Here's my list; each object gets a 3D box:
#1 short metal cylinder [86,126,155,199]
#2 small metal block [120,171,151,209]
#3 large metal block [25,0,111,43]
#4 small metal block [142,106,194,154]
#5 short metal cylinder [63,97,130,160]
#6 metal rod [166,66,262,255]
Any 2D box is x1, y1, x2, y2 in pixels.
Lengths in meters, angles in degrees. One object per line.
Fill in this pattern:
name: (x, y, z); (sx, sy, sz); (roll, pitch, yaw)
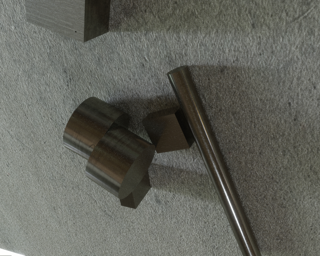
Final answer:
short metal cylinder: (-0.049, 0.044, 0.399); (0.050, 0.080, 0.079); (30, 128, 16)
small metal block: (-0.039, 0.083, 0.463); (0.025, 0.050, 0.050); (7, 122, 25)
large metal block: (-0.104, -0.153, 0.350); (0.080, 0.050, 0.079); (23, 127, 14)
small metal block: (0.012, 0.002, 0.402); (0.050, 0.025, 0.050); (-12, 112, 33)
short metal cylinder: (-0.084, 0.004, 0.418); (0.050, 0.080, 0.079); (28, 128, 11)
metal rod: (0.078, 0.062, 0.404); (0.025, 0.025, 0.299); (-12, 113, 33)
